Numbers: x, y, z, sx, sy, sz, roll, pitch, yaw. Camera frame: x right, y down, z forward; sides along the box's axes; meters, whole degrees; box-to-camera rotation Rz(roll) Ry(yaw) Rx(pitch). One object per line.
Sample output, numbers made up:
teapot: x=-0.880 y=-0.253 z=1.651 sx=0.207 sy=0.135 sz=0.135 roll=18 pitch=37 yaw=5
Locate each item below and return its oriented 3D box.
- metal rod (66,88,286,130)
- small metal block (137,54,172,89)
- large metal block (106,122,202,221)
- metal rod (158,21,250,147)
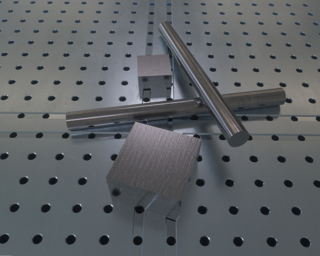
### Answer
metal rod: x=0.026 y=-0.027 z=0.430 sx=0.302 sy=0.025 sz=0.025 roll=-7 pitch=51 yaw=-6
small metal block: x=-0.009 y=-0.088 z=0.482 sx=0.050 sy=0.025 sz=0.050 roll=-3 pitch=50 yaw=-3
large metal block: x=-0.004 y=0.047 z=0.351 sx=0.080 sy=0.050 sz=0.080 roll=15 pitch=52 yaw=12
metal rod: x=0.049 y=-0.084 z=0.453 sx=0.025 sy=0.025 sz=0.300 roll=-12 pitch=44 yaw=-10
